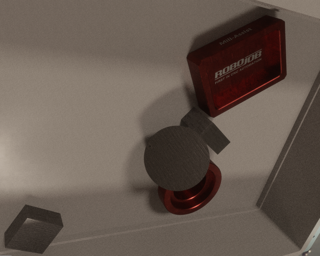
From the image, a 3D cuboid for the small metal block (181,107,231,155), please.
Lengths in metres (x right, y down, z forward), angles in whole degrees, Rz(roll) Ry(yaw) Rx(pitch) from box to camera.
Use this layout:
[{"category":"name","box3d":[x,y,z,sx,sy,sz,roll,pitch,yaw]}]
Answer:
[{"category":"small metal block","box3d":[0.064,0.004,0.432,0.025,0.050,0.050,-45,130,3]}]

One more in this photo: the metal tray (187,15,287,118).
[{"category":"metal tray","box3d":[0.107,-0.082,0.415,0.131,0.030,0.090,-29,129,-11]}]

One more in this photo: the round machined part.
[{"category":"round machined part","box3d":[0.041,0.081,0.473,0.099,0.042,0.097,-14,125,-21]}]

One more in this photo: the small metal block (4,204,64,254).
[{"category":"small metal block","box3d":[-0.163,0.132,0.402,0.050,0.025,0.050,31,101,-38]}]

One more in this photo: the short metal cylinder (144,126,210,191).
[{"category":"short metal cylinder","box3d":[0.022,0.039,0.403,0.080,0.080,0.050,-41,174,-1]}]
